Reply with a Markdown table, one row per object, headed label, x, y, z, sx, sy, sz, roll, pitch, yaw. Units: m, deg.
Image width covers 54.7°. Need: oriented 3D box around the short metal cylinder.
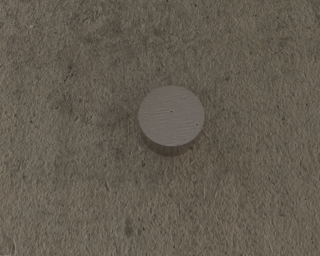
| label | x | y | z | sx | sy | sz | roll | pitch | yaw |
| --- | --- | --- | --- | --- | --- | --- | --- | --- | --- |
| short metal cylinder | 0.014 | -0.008 | 0.399 | 0.081 | 0.050 | 0.080 | 0 | 70 | 0 |
